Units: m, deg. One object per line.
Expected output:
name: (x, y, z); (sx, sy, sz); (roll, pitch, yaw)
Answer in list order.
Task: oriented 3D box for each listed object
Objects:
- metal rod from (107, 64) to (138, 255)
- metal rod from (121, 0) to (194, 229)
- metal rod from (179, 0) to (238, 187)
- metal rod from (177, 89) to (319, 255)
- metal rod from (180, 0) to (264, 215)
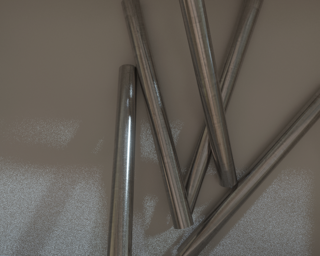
metal rod: (-0.042, 0.058, 0.349); (0.025, 0.025, 0.299); (0, 65, 0)
metal rod: (-0.005, -0.023, 0.398); (0.025, 0.025, 0.298); (-13, 85, 0)
metal rod: (0.053, -0.058, 0.351); (0.025, 0.025, 0.298); (-16, 115, 0)
metal rod: (0.132, 0.058, 0.412); (0.025, 0.025, 0.300); (42, 90, 0)
metal rod: (0.078, -0.031, 0.411); (0.025, 0.025, 0.299); (18, 90, 0)
